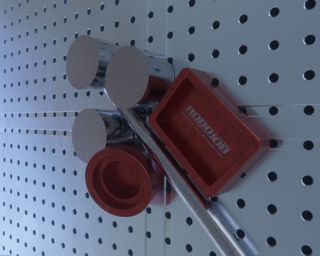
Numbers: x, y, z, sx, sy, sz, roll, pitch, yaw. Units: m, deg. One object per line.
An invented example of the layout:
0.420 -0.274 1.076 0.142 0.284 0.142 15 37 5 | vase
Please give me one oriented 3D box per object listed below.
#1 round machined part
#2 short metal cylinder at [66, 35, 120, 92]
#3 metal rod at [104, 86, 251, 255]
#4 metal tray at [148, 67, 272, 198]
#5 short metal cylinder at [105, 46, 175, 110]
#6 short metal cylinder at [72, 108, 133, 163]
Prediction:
-0.049 0.068 0.425 0.098 0.042 0.097 6 107 19 | round machined part
-0.100 -0.097 0.476 0.080 0.050 0.080 0 90 40 | short metal cylinder
0.008 0.043 0.403 0.300 0.025 0.025 52 120 27 | metal rod
0.051 0.003 0.363 0.130 0.030 0.090 51 120 27 | metal tray
-0.028 -0.065 0.415 0.080 0.050 0.080 0 90 40 | short metal cylinder
-0.087 0.011 0.465 0.080 0.050 0.080 0 90 40 | short metal cylinder
